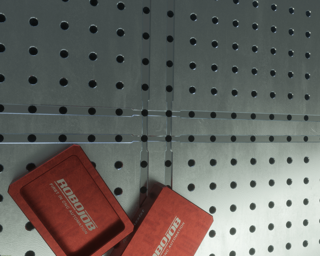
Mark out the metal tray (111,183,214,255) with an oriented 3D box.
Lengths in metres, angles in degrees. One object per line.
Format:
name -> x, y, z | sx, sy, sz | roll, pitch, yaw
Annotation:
metal tray -> 0.001, 0.151, 0.410 | 0.090, 0.030, 0.130 | 36, 78, -17

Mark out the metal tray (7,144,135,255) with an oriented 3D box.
metal tray -> -0.103, 0.095, 0.372 | 0.090, 0.030, 0.130 | -35, 101, -17
